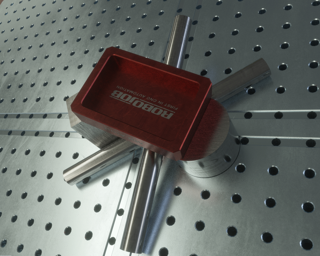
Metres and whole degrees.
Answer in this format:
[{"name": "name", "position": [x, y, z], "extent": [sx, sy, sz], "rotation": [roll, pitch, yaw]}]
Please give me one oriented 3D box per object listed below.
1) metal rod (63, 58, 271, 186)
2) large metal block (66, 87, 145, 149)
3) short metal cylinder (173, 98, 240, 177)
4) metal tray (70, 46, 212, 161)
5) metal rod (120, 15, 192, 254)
[{"name": "metal rod", "position": [0.003, -0.004, 0.408], "extent": [0.301, 0.025, 0.025], "rotation": [-29, 52, 9]}, {"name": "large metal block", "position": [-0.065, -0.020, 0.417], "extent": [0.080, 0.080, 0.050], "rotation": [-30, 52, 9]}, {"name": "short metal cylinder", "position": [0.047, 0.011, 0.359], "extent": [0.080, 0.050, 0.080], "rotation": [-13, 56, 20]}, {"name": "metal tray", "position": [-0.019, -0.030, 0.342], "extent": [0.130, 0.030, 0.090], "rotation": [22, 72, 16]}, {"name": "metal rod", "position": [0.000, -0.005, 0.381], "extent": [0.025, 0.025, 0.299], "rotation": [4, 73, 29]}]
